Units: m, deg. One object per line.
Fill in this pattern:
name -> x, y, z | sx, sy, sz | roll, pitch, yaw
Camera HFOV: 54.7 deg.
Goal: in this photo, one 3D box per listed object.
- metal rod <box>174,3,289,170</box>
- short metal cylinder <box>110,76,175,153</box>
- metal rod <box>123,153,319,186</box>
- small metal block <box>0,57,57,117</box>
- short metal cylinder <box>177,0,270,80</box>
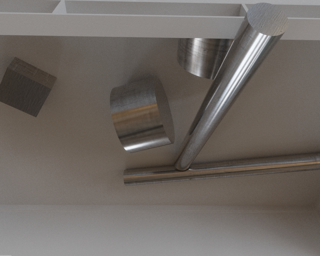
metal rod -> 0.048, -0.007, 0.318 | 0.025, 0.025, 0.299 | 5, 157, -4
short metal cylinder -> -0.018, -0.015, 0.360 | 0.050, 0.080, 0.080 | -14, 129, 11
metal rod -> 0.097, 0.062, 0.463 | 0.302, 0.025, 0.025 | -6, 130, 4
small metal block -> -0.159, -0.047, 0.367 | 0.050, 0.025, 0.050 | 27, 125, -22
short metal cylinder -> 0.058, -0.088, 0.299 | 0.081, 0.080, 0.050 | 1, 130, -2
